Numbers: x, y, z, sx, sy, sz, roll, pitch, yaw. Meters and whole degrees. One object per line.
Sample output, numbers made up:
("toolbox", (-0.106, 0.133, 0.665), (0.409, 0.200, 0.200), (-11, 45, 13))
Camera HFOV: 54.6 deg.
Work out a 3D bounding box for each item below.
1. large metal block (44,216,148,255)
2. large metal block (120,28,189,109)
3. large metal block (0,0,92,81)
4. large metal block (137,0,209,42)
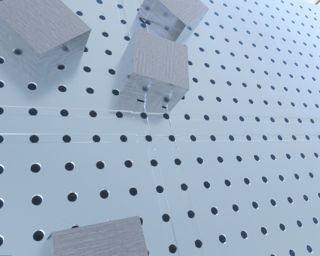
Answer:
("large metal block", (-0.055, 0.132, 0.281), (0.081, 0.050, 0.080), (-2, 63, -29))
("large metal block", (-0.007, -0.083, 0.438), (0.081, 0.050, 0.080), (14, 56, -20))
("large metal block", (-0.148, -0.118, 0.384), (0.080, 0.050, 0.080), (44, 51, 2))
("large metal block", (0.023, -0.196, 0.523), (0.080, 0.050, 0.080), (43, 51, 1))
